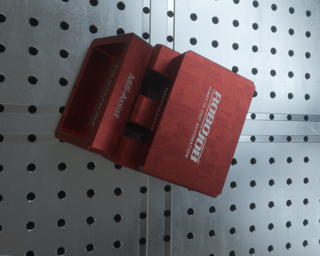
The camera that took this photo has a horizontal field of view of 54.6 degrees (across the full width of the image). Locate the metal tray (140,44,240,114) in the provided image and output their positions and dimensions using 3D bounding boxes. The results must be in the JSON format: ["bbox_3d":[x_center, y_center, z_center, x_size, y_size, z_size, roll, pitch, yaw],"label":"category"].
[{"bbox_3d":[0.036,-0.055,0.390,0.131,0.090,0.030,22,84,-18],"label":"metal tray"}]

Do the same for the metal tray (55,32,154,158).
[{"bbox_3d":[-0.066,-0.039,0.351,0.030,0.090,0.130,26,81,-40],"label":"metal tray"}]

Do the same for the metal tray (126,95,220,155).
[{"bbox_3d":[0.016,0.001,0.382,0.131,0.090,0.030,21,82,-20],"label":"metal tray"}]

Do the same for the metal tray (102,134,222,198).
[{"bbox_3d":[0.000,0.044,0.377,0.131,0.090,0.030,22,83,-19],"label":"metal tray"}]

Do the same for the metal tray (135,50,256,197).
[{"bbox_3d":[0.039,-0.004,0.327,0.090,0.030,0.130,22,83,-19],"label":"metal tray"}]
